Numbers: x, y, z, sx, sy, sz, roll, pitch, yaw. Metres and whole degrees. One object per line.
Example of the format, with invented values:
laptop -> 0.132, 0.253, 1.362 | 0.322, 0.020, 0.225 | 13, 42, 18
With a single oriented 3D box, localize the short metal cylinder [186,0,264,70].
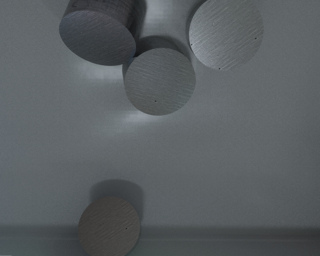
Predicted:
short metal cylinder -> 0.072, -0.111, 0.358 | 0.081, 0.050, 0.079 | 0, 110, 0

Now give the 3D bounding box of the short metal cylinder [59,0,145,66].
short metal cylinder -> -0.061, -0.112, 0.334 | 0.080, 0.050, 0.080 | 8, 153, 4

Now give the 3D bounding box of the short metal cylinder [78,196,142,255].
short metal cylinder -> -0.067, 0.139, 0.427 | 0.081, 0.050, 0.080 | 0, 68, -1

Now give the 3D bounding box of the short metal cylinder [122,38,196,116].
short metal cylinder -> -0.003, -0.061, 0.367 | 0.081, 0.050, 0.079 | -5, 119, -8
